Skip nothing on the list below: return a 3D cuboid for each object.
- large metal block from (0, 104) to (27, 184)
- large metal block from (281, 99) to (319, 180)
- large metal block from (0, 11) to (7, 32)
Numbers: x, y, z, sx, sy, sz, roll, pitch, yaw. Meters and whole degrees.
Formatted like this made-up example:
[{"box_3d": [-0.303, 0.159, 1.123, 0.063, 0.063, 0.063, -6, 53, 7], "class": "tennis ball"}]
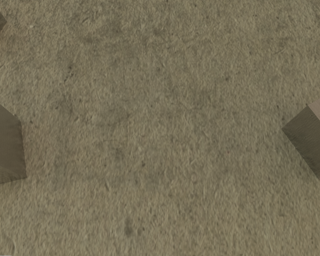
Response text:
[{"box_3d": [-0.204, 0.020, 0.369, 0.050, 0.080, 0.080, -13, 71, -5], "class": "large metal block"}, {"box_3d": [0.208, 0.009, 0.378, 0.050, 0.080, 0.080, -28, 73, -10], "class": "large metal block"}, {"box_3d": [-0.288, -0.151, 0.446, 0.080, 0.050, 0.080, 19, 71, 6], "class": "large metal block"}]
